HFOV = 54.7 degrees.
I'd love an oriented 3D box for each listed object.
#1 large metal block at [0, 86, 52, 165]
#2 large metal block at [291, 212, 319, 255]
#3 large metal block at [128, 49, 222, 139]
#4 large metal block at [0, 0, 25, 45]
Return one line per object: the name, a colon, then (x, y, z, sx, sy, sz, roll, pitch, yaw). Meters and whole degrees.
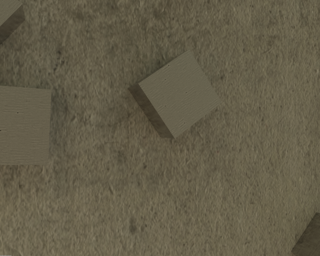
large metal block: (-0.163, -0.003, 0.336, 0.081, 0.050, 0.079, 3, 89, -20)
large metal block: (0.275, 0.198, 0.500, 0.080, 0.050, 0.080, 44, 76, -15)
large metal block: (0.019, -0.043, 0.404, 0.080, 0.050, 0.080, -37, 102, -16)
large metal block: (-0.203, -0.121, 0.321, 0.080, 0.050, 0.080, 41, 77, -16)
